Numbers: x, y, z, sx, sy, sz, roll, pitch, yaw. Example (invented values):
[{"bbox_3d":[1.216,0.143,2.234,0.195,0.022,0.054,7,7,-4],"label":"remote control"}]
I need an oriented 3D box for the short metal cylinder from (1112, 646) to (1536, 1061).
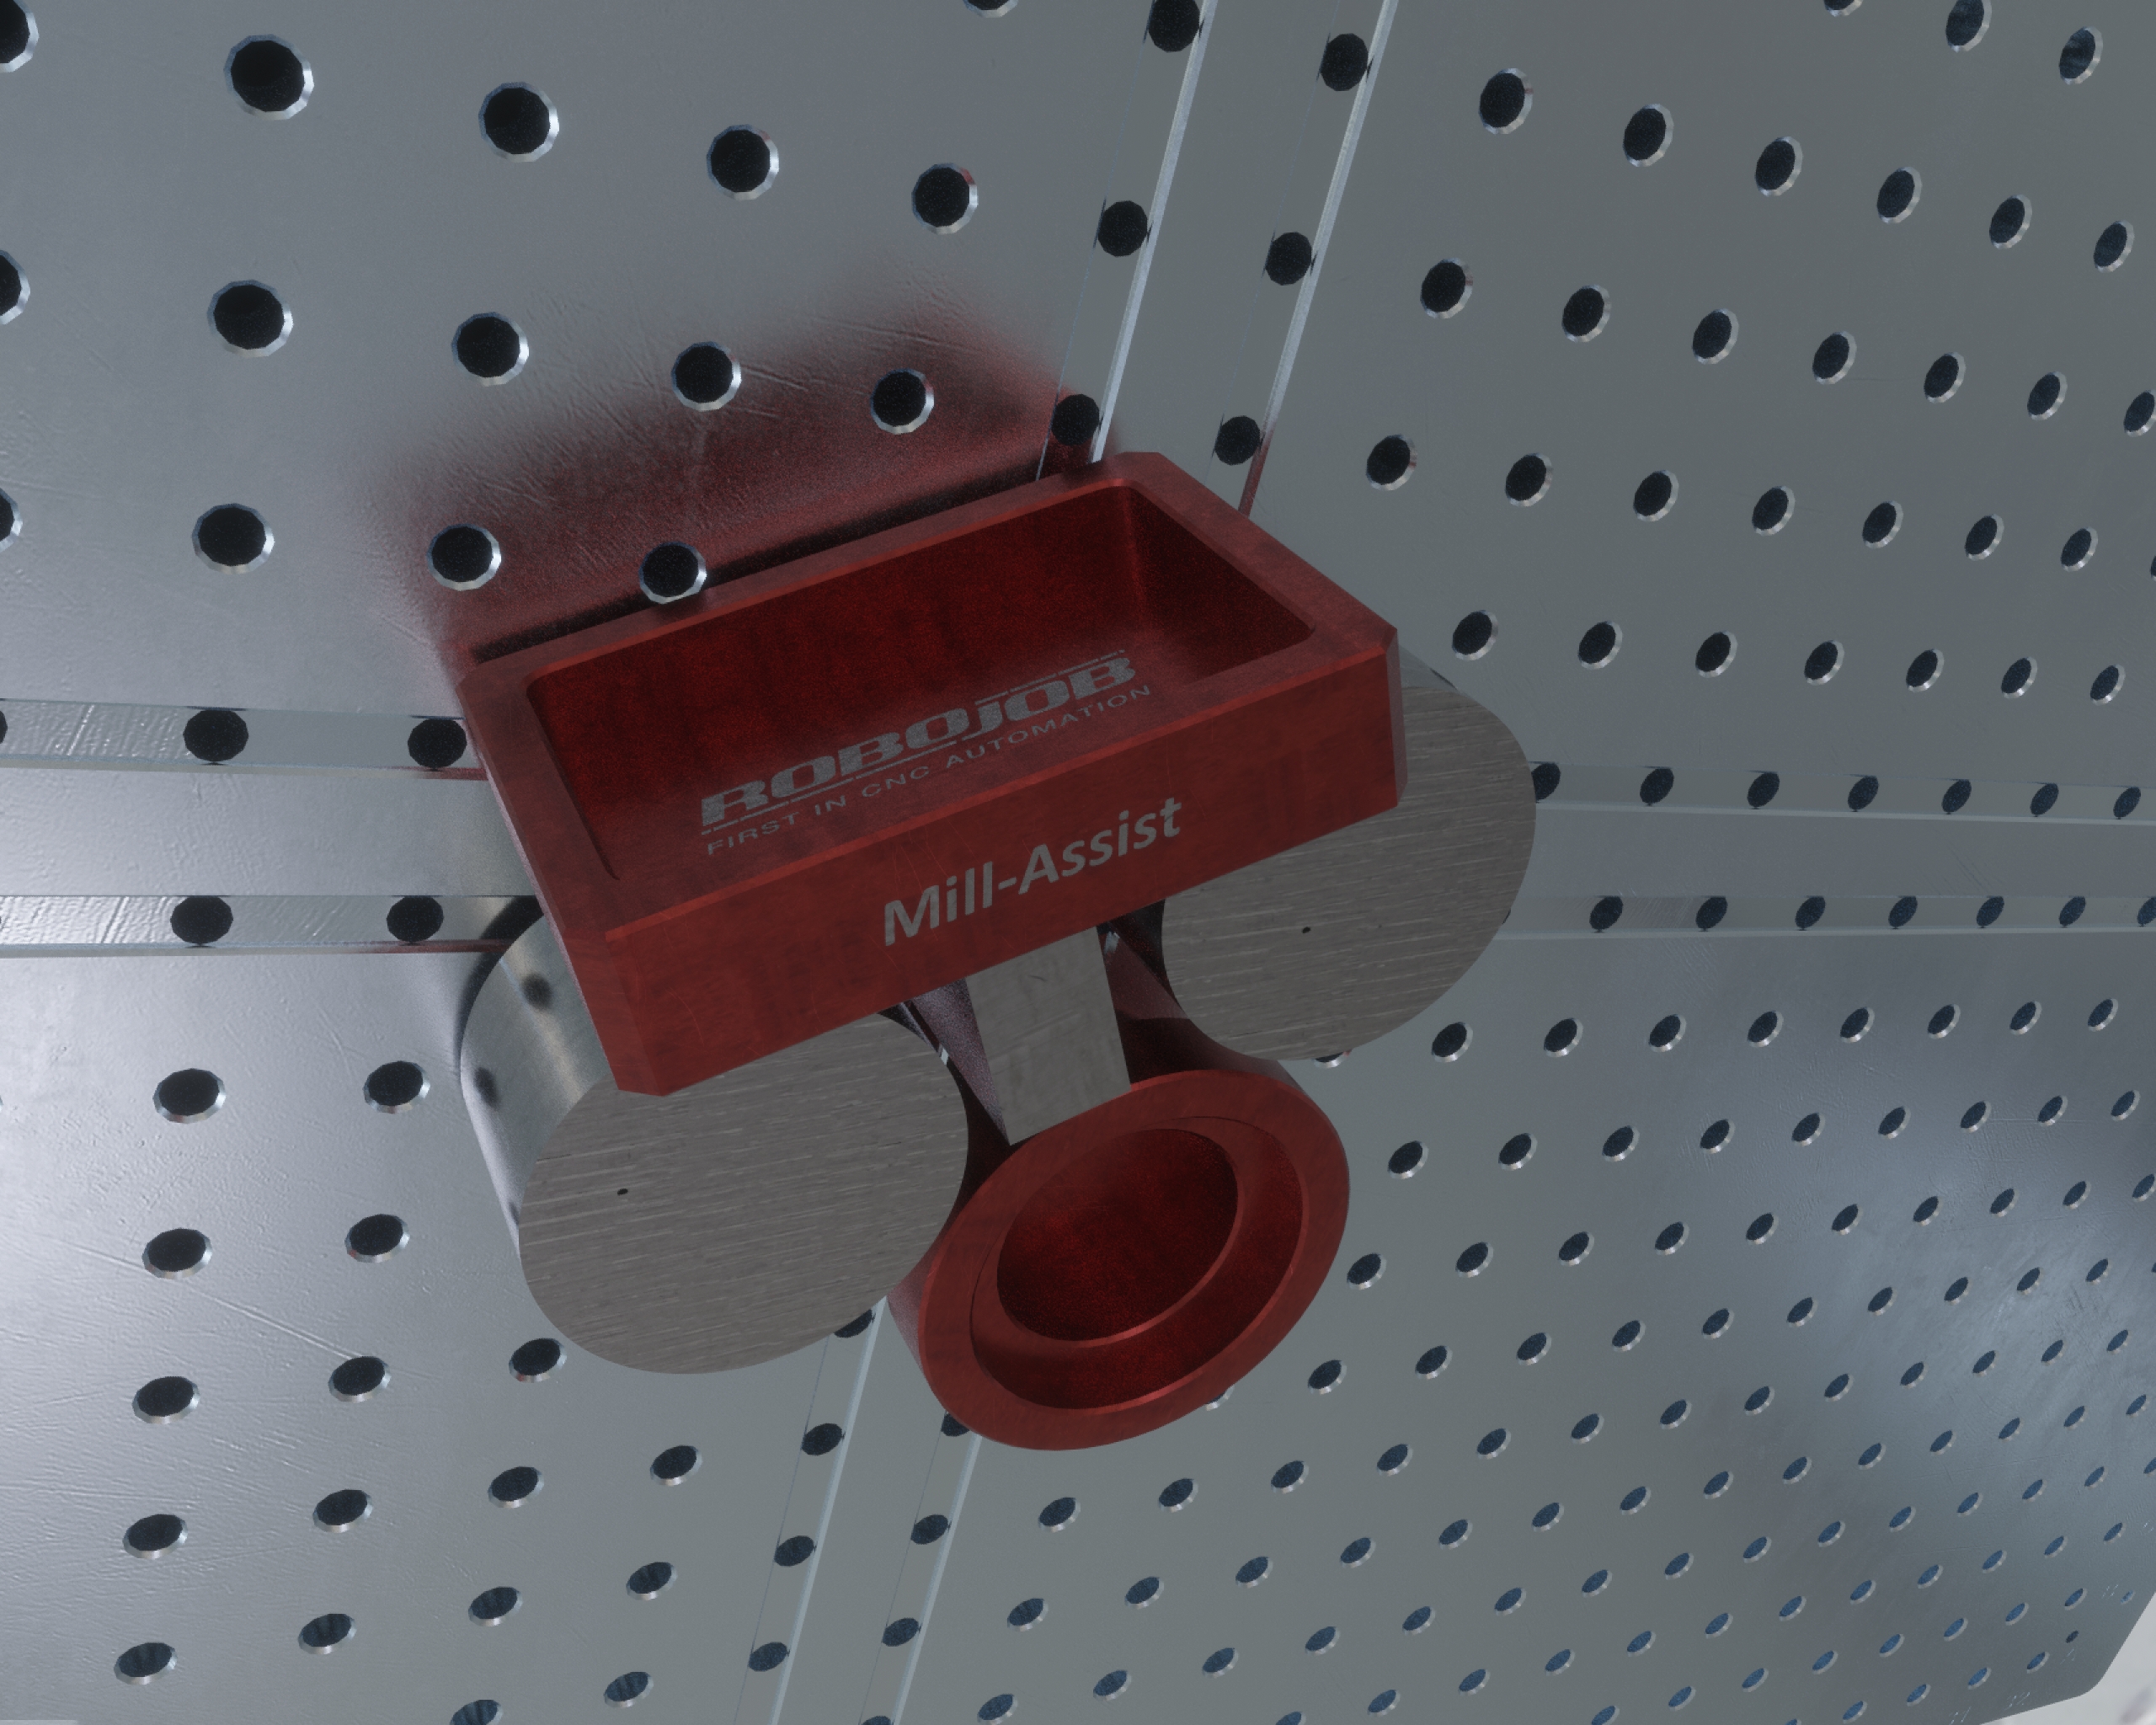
[{"bbox_3d":[0.041,-0.008,0.408,0.081,0.050,0.079,-14,124,-21],"label":"short metal cylinder"}]

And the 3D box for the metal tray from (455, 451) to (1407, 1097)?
[{"bbox_3d":[-0.025,-0.021,0.337,0.131,0.090,0.030,-21,127,-15],"label":"metal tray"}]

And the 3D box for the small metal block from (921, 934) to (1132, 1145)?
[{"bbox_3d":[-0.016,0.016,0.391,0.025,0.050,0.050,-23,127,-15],"label":"small metal block"}]

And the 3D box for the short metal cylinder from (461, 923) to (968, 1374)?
[{"bbox_3d":[-0.067,0.046,0.382,0.081,0.050,0.079,-14,124,-21],"label":"short metal cylinder"}]

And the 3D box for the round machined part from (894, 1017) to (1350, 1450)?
[{"bbox_3d":[0.005,0.074,0.443,0.099,0.042,0.097,-14,124,-21],"label":"round machined part"}]
